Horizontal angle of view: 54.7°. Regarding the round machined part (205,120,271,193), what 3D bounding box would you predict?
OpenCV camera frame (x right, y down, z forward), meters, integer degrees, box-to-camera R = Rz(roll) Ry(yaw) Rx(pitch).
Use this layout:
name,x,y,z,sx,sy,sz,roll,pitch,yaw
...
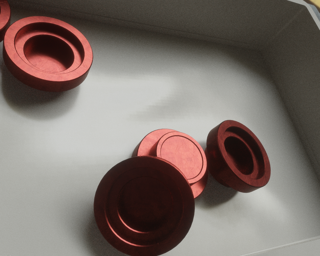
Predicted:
name,x,y,z,sx,sy,sz,roll,pitch,yaw
round machined part,0.099,0.041,0.418,0.099,0.042,0.098,22,48,-27

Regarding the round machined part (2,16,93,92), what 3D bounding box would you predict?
name,x,y,z,sx,sy,sz,roll,pitch,yaw
round machined part,-0.135,-0.083,0.374,0.099,0.042,0.098,14,56,-21

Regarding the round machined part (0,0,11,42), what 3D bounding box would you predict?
name,x,y,z,sx,sy,sz,roll,pitch,yaw
round machined part,-0.224,-0.124,0.350,0.099,0.042,0.098,14,56,-21

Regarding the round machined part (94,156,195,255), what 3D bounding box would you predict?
name,x,y,z,sx,sy,sz,roll,pitch,yaw
round machined part,-0.015,0.077,0.321,0.099,0.042,0.097,0,87,2

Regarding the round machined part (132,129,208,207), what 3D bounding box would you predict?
name,x,y,z,sx,sy,sz,roll,pitch,yaw
round machined part,0.018,0.043,0.379,0.099,0.042,0.098,14,56,-21
